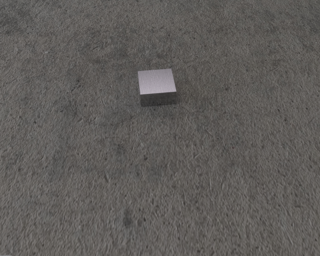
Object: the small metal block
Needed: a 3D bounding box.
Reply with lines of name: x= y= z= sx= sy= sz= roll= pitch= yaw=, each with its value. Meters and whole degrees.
small metal block: x=-0.005 y=-0.059 z=0.453 sx=0.050 sy=0.025 sz=0.050 roll=-5 pitch=50 yaw=-5
